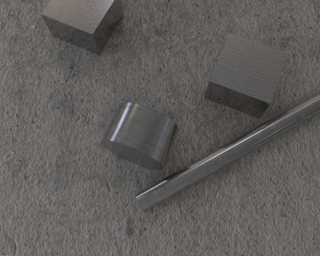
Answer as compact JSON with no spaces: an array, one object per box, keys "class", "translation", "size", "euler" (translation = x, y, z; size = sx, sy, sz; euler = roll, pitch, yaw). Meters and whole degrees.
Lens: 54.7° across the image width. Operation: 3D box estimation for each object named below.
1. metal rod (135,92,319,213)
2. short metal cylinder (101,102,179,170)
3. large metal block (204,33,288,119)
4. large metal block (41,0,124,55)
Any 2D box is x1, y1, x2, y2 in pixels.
[{"class":"metal rod","translation":[0.107,0.023,0.400],"size":[0.302,0.025,0.025],"euler":[-28,73,-10]},{"class":"short metal cylinder","translation":[-0.023,0.011,0.375],"size":[0.080,0.080,0.050],"euler":[21,72,7]},{"class":"large metal block","translation":[0.115,-0.070,0.422],"size":[0.080,0.050,0.080],"euler":[22,71,8]},{"class":"large metal block","translation":[-0.110,-0.166,0.455],"size":[0.080,0.050,0.080],"euler":[23,72,8]}]
